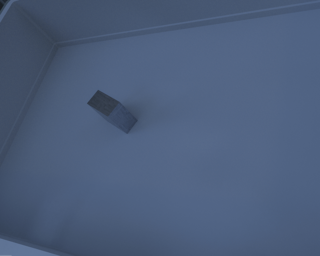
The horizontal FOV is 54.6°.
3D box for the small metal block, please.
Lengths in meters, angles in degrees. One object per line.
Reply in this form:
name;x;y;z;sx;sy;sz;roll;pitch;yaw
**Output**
small metal block;-0.067;-0.023;0.440;0.050;0.050;0.025;30;78;37
